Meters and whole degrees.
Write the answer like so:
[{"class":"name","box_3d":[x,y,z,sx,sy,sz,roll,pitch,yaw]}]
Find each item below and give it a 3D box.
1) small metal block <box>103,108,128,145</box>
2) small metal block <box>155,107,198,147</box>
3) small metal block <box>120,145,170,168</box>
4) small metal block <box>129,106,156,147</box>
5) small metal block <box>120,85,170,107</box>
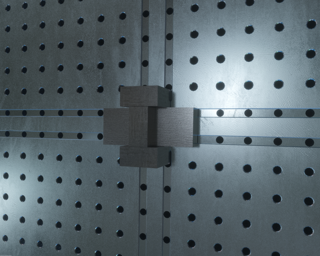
[{"class":"small metal block","box_3d":[-0.050,-0.002,0.429,0.050,0.025,0.050,1,90,19]},{"class":"small metal block","box_3d":[0.022,-0.001,0.404,0.050,0.025,0.050,1,90,19]},{"class":"small metal block","box_3d":[-0.019,0.036,0.405,0.050,0.050,0.025,1,91,19]},{"class":"small metal block","box_3d":[-0.018,-0.002,0.404,0.025,0.050,0.050,1,90,20]},{"class":"small metal block","box_3d":[-0.018,-0.039,0.404,0.050,0.050,0.025,1,91,19]}]
